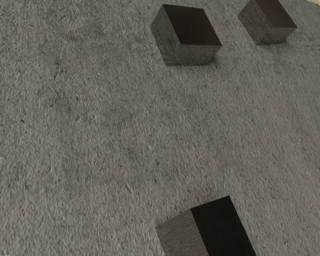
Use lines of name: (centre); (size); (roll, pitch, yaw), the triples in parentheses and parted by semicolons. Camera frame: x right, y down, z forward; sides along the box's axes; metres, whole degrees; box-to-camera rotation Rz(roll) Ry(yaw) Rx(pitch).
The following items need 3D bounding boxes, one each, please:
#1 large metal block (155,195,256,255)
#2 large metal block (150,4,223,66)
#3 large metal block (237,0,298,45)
large metal block: (0.046, 0.125, 0.317); (0.050, 0.080, 0.080); (-9, 66, -32)
large metal block: (0.041, -0.148, 0.500); (0.081, 0.050, 0.080); (-7, 65, -31)
large metal block: (0.222, -0.220, 0.641); (0.081, 0.050, 0.080); (-12, 68, -33)
